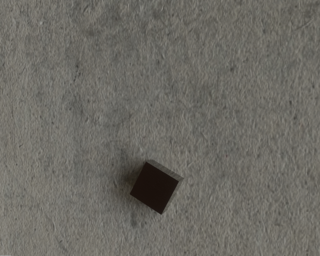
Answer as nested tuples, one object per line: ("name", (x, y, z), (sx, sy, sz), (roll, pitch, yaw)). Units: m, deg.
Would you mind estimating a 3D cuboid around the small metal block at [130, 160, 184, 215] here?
("small metal block", (-0.004, 0.077, 0.410), (0.050, 0.025, 0.050), (29, 99, 17))
